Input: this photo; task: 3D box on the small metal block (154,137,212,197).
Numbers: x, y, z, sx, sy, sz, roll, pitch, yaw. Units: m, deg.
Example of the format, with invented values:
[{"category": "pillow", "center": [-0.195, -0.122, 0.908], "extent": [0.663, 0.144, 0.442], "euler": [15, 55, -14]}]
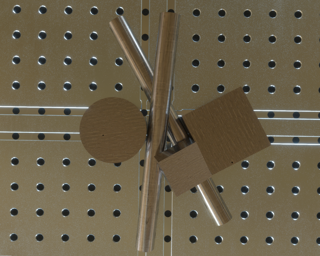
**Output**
[{"category": "small metal block", "center": [0.028, 0.047, 0.378], "extent": [0.050, 0.025, 0.050], "euler": [-28, 105, -8]}]

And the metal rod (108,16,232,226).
[{"category": "metal rod", "center": [0.014, -0.009, 0.410], "extent": [0.025, 0.025, 0.299], "euler": [-28, 91, 0]}]

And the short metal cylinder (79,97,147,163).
[{"category": "short metal cylinder", "center": [-0.057, 0.002, 0.397], "extent": [0.081, 0.050, 0.079], "euler": [0, 90, -1]}]

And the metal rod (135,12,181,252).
[{"category": "metal rod", "center": [-0.004, 0.011, 0.390], "extent": [0.025, 0.025, 0.298], "euler": [6, 98, 0]}]

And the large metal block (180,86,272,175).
[{"category": "large metal block", "center": [0.080, 0.003, 0.397], "extent": [0.080, 0.050, 0.080], "euler": [-27, 90, 0]}]
